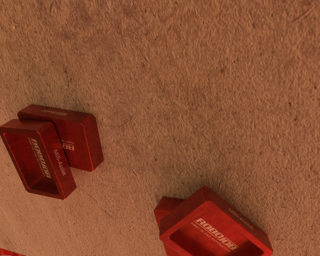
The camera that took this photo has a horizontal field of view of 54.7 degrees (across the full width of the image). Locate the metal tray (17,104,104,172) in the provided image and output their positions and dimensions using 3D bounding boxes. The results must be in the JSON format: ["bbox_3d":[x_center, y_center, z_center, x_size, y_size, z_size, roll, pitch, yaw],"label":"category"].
[{"bbox_3d":[-0.159,0.015,0.497,0.130,0.030,0.089,9,123,23],"label":"metal tray"}]

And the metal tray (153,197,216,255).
[{"bbox_3d":[0.049,0.171,0.484,0.090,0.030,0.129,0,119,28],"label":"metal tray"}]

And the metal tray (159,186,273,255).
[{"bbox_3d":[0.075,0.147,0.418,0.130,0.030,0.090,40,111,-17],"label":"metal tray"}]

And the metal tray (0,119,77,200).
[{"bbox_3d":[-0.195,0.051,0.498,0.090,0.030,0.129,4,120,26],"label":"metal tray"}]
